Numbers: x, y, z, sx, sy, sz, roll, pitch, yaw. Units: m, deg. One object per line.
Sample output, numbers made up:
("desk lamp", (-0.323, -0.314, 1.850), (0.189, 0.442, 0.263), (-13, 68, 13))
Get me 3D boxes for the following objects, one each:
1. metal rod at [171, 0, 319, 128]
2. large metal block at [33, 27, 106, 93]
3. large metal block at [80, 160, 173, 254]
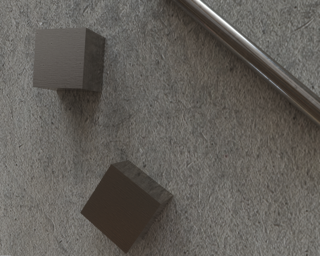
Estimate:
("metal rod", (0.089, -0.107, 0.377), (0.300, 0.025, 0.025), (45, 104, 14))
("large metal block", (-0.128, -0.094, 0.439), (0.080, 0.050, 0.079), (4, 92, 19))
("large metal block", (-0.043, 0.101, 0.410), (0.080, 0.050, 0.080), (36, 101, 16))
